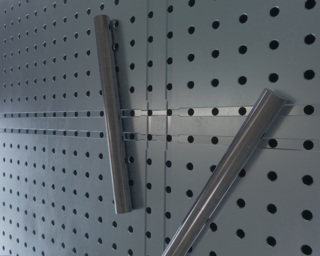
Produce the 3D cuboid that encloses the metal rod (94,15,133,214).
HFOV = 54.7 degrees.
[{"bbox_3d":[-0.072,-0.024,0.468,0.025,0.025,0.298,-13,82,39],"label":"metal rod"}]

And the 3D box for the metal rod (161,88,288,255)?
[{"bbox_3d":[0.054,0.090,0.364,0.025,0.025,0.298,41,115,32],"label":"metal rod"}]
